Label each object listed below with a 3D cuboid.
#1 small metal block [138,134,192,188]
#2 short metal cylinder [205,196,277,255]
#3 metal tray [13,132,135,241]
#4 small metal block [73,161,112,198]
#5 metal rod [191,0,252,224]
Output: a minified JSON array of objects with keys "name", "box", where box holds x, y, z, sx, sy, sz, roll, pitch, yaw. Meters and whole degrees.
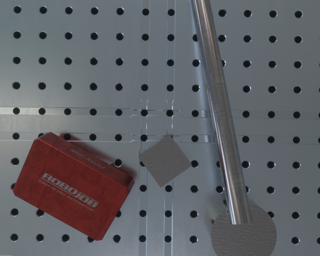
[{"name":"small metal block","box":[0.007,0.043,0.413,0.050,0.025,0.050,-36,90,0]},{"name":"short metal cylinder","box":[0.102,0.131,0.402,0.081,0.050,0.080,0,90,0]},{"name":"metal tray","box":[-0.110,0.075,0.396,0.130,0.030,0.089,29,108,0]},{"name":"small metal block","box":[-0.098,0.065,0.413,0.050,0.025,0.050,19,90,0]},{"name":"metal rod","box":[0.073,-0.036,0.387,0.025,0.025,0.299,-8,80,0]}]
